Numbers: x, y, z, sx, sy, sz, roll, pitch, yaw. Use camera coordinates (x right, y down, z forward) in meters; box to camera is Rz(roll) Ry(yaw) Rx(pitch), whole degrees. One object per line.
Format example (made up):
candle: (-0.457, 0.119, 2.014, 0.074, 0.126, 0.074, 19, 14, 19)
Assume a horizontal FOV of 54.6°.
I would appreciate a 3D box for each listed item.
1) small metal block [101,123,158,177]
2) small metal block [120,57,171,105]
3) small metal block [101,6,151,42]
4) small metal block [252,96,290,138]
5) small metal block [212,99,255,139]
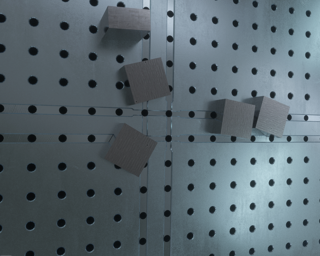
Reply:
small metal block: (-0.039, 0.028, 0.398, 0.050, 0.025, 0.050, 32, 80, -17)
small metal block: (-0.019, -0.061, 0.405, 0.050, 0.025, 0.050, -17, 96, -19)
small metal block: (-0.043, -0.127, 0.383, 0.050, 0.050, 0.025, -3, 91, -20)
small metal block: (0.164, -0.016, 0.473, 0.050, 0.025, 0.050, 19, 84, -19)
small metal block: (0.107, -0.012, 0.452, 0.050, 0.025, 0.050, 10, 87, -20)
